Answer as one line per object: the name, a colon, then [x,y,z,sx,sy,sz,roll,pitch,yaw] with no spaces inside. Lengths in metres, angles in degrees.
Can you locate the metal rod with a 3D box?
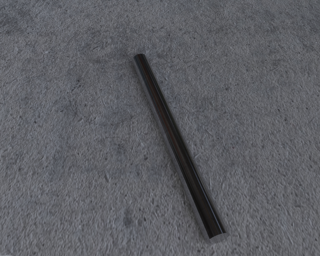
metal rod: [0.013,0.001,0.402,0.025,0.025,0.300,-14,51,-11]
